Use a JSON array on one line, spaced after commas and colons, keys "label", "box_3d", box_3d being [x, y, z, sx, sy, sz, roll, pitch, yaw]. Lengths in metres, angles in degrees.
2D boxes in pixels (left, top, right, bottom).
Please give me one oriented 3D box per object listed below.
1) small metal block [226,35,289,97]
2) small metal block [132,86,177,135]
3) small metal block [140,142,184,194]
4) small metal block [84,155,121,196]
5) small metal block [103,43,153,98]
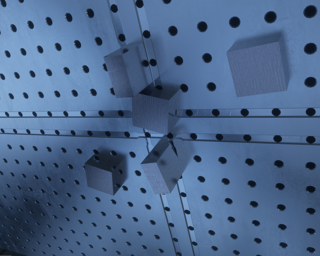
[{"label": "small metal block", "box_3d": [0.101, -0.062, 0.319, 0.050, 0.025, 0.050, -6, 116, 30]}, {"label": "small metal block", "box_3d": [-0.008, -0.024, 0.399, 0.050, 0.025, 0.050, 15, 125, 19]}, {"label": "small metal block", "box_3d": [0.004, 0.055, 0.426, 0.025, 0.050, 0.050, -10, 113, 32]}, {"label": "small metal block", "box_3d": [-0.092, 0.077, 0.506, 0.050, 0.025, 0.050, 15, 124, 19]}, {"label": "small metal block", "box_3d": [-0.036, -0.069, 0.370, 0.025, 0.050, 0.050, 0, 119, 28]}]
